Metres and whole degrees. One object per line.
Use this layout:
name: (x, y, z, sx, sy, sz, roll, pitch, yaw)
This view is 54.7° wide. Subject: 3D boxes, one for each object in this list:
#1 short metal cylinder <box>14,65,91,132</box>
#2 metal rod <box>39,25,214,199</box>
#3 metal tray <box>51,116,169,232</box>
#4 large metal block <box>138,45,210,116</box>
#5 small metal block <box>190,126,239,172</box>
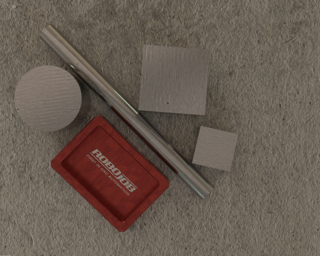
short metal cylinder: (-0.135, -0.036, 0.397, 0.081, 0.050, 0.079, 0, 90, -1)
metal rod: (-0.043, -0.021, 0.410, 0.025, 0.025, 0.300, -45, 91, 0)
metal tray: (-0.064, 0.058, 0.408, 0.130, 0.030, 0.090, 44, 90, -1)
large metal block: (0.017, -0.058, 0.399, 0.081, 0.050, 0.079, 4, 90, -1)
small metal block: (0.072, 0.027, 0.413, 0.050, 0.025, 0.050, 13, 90, -1)
